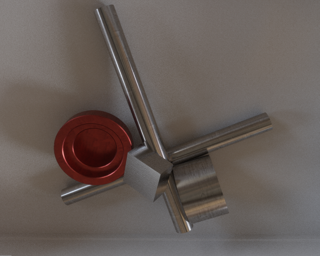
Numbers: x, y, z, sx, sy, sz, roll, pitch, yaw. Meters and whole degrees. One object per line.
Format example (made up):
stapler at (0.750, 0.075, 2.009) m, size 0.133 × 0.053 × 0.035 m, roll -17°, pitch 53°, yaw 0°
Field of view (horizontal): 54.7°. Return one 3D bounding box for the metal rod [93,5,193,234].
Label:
metal rod at (-0.016, -0.001, 0.390) m, size 0.025 × 0.025 × 0.298 m, roll -18°, pitch 102°, yaw 6°

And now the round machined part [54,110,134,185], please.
round machined part at (-0.084, 0.023, 0.408) m, size 0.099 × 0.042 × 0.097 m, roll 0°, pitch 110°, yaw -1°

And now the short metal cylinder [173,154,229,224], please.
short metal cylinder at (0.054, 0.081, 0.411) m, size 0.050 × 0.080 × 0.080 m, roll -19°, pitch 109°, yaw 6°

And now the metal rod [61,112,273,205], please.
metal rod at (0.004, 0.045, 0.426) m, size 0.301 × 0.025 × 0.025 m, roll -21°, pitch 109°, yaw 7°

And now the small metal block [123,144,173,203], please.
small metal block at (-0.016, 0.056, 0.386) m, size 0.050 × 0.025 × 0.050 m, roll 31°, pitch 129°, yaw 23°
